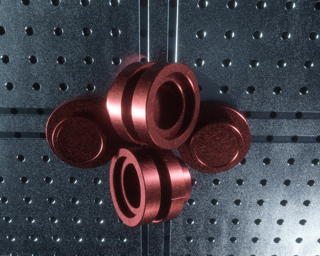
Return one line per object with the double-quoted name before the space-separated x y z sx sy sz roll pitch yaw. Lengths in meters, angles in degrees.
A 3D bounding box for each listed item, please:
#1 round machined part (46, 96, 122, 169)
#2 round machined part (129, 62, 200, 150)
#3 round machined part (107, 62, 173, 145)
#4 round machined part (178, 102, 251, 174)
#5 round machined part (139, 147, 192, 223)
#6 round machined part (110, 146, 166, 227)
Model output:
"round machined part" -0.101 0.011 0.407 0.099 0.042 0.097 0 110 0
"round machined part" 0.002 -0.027 0.357 0.042 0.099 0.097 11 116 39
"round machined part" -0.025 -0.031 0.375 0.042 0.099 0.097 11 116 39
"round machined part" 0.072 0.018 0.411 0.099 0.042 0.097 0 110 0
"round machined part" 0.005 0.072 0.411 0.042 0.098 0.097 -3 114 -33
"round machined part" -0.025 0.072 0.396 0.042 0.098 0.097 -3 114 -33
